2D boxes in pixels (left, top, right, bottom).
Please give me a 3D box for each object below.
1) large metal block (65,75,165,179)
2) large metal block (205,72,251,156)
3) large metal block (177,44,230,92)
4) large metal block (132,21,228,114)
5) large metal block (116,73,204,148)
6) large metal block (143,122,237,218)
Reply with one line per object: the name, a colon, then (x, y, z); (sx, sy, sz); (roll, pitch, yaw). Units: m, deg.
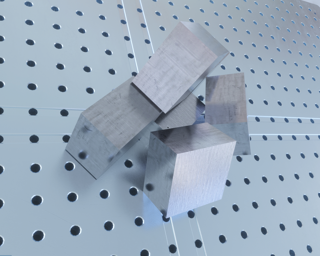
large metal block: (-0.050, 0.000, 0.344); (0.050, 0.080, 0.080); (44, 51, 2)
large metal block: (0.094, -0.016, 0.423); (0.050, 0.080, 0.080); (-5, 55, 17)
large metal block: (0.042, -0.083, 0.446); (0.050, 0.080, 0.080); (43, 51, 1)
large metal block: (0.026, -0.070, 0.348); (0.050, 0.080, 0.080); (44, 26, 2)
large metal block: (0.002, -0.021, 0.407); (0.080, 0.050, 0.080); (43, 51, 1)
large metal block: (0.032, 0.045, 0.353); (0.081, 0.079, 0.050); (-9, 30, -32)
